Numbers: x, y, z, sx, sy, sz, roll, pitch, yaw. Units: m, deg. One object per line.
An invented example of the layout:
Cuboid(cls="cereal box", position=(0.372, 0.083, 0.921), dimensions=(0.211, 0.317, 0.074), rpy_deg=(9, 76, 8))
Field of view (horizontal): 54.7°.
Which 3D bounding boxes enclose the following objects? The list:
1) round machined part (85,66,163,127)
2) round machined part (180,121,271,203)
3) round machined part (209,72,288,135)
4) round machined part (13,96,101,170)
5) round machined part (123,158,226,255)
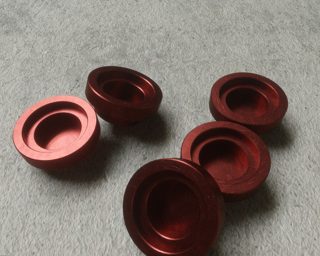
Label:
Cuboid(cls="round machined part", position=(-0.049, -0.039, 0.410), dimensions=(0.099, 0.042, 0.098), rpy_deg=(14, 35, -10))
Cuboid(cls="round machined part", position=(0.072, 0.042, 0.357), dimensions=(0.099, 0.042, 0.098), rpy_deg=(0, 50, 0))
Cuboid(cls="round machined part", position=(0.115, -0.027, 0.416), dimensions=(0.099, 0.042, 0.098), rpy_deg=(0, 50, 0))
Cuboid(cls="round machined part", position=(-0.122, 0.010, 0.380), dimensions=(0.099, 0.042, 0.098), rpy_deg=(-2, 52, 2))
Cuboid(cls="round machined part", position=(0.016, 0.078, 0.304), dimensions=(0.098, 0.042, 0.097), rpy_deg=(-2, 86, 26))
